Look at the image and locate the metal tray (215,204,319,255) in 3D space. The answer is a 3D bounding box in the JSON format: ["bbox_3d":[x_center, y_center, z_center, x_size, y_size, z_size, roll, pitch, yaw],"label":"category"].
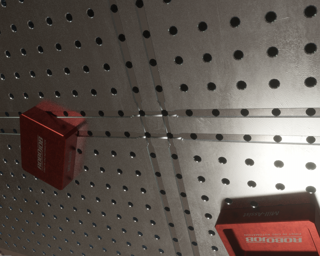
[{"bbox_3d":[0.152,0.151,0.420,0.130,0.030,0.090,-15,111,33],"label":"metal tray"}]

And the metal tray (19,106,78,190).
[{"bbox_3d":[-0.192,0.037,0.530,0.090,0.030,0.129,26,127,11],"label":"metal tray"}]
